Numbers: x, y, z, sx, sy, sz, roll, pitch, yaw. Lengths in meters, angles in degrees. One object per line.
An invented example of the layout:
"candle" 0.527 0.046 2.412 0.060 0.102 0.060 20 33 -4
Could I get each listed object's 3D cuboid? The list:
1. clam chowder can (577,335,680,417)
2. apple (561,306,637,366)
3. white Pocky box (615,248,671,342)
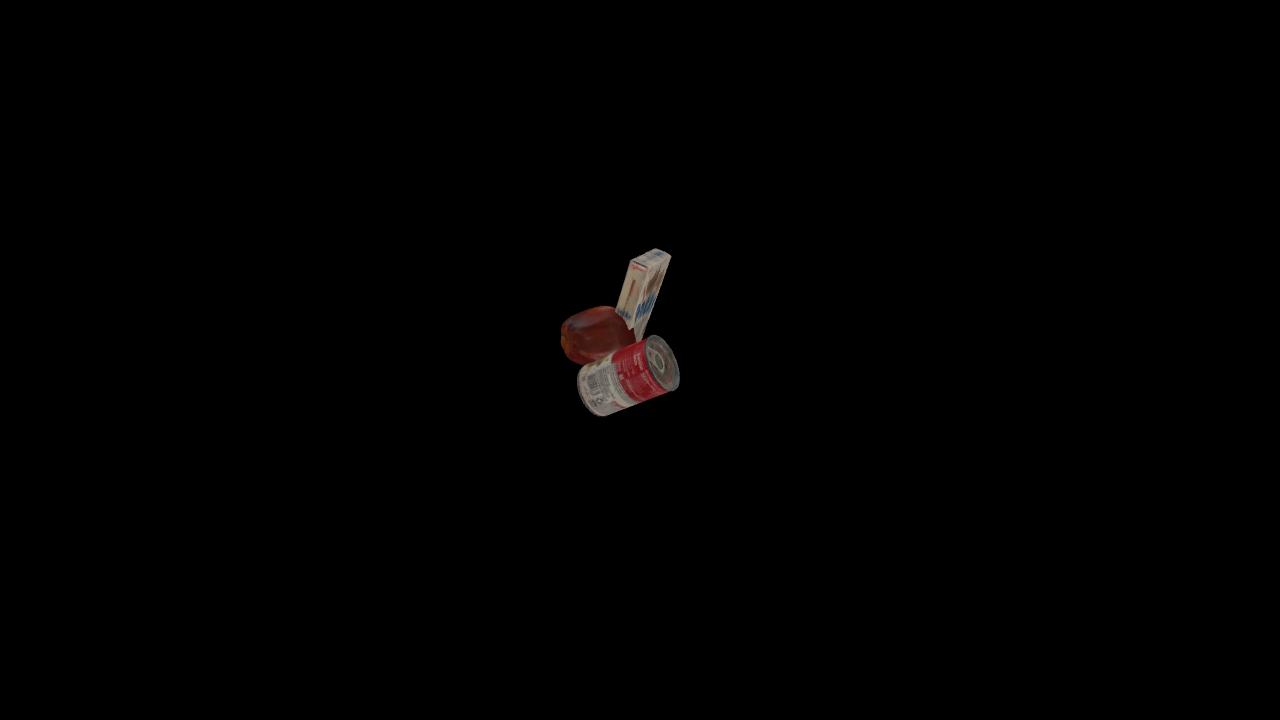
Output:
"clam chowder can" -0.014 0.020 0.713 0.102 0.068 0.068 -23 -11 27
"apple" -0.049 -0.027 0.747 0.093 0.079 0.079 -9 4 -30
"white Pocky box" -0.008 -0.058 0.764 0.028 0.154 0.084 25 27 12
